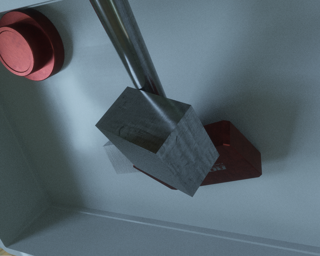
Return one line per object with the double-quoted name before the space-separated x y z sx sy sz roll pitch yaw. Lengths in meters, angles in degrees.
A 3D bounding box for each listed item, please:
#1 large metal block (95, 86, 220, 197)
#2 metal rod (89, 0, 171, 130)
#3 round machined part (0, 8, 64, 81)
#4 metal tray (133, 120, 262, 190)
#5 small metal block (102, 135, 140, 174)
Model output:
"large metal block" -0.001 0.012 0.297 0.080 0.050 0.080 21 157 40
"metal rod" -0.016 -0.051 0.289 0.025 0.025 0.299 11 154 22
"round machined part" -0.185 -0.110 0.425 0.098 0.042 0.097 13 124 20
"metal tray" 0.044 0.039 0.377 0.130 0.030 0.090 -17 141 34
"small metal block" -0.049 0.039 0.457 0.050 0.025 0.050 -11 113 32
